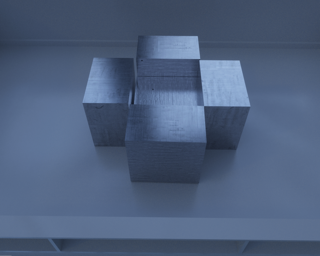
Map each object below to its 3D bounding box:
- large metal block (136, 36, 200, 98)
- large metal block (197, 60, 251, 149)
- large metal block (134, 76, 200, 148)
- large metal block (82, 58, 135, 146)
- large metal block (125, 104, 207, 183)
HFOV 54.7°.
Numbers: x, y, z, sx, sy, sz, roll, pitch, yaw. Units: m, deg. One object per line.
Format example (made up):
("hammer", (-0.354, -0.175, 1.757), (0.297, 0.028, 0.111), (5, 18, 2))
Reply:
("large metal block", (0.011, -0.081, 0.435), (0.080, 0.080, 0.050), (1, 50, 0))
("large metal block", (0.074, -0.029, 0.393), (0.050, 0.080, 0.080), (1, 50, 1))
("large metal block", (0.009, -0.022, 0.404), (0.080, 0.050, 0.080), (1, 50, 0))
("large metal block", (-0.059, -0.032, 0.395), (0.050, 0.080, 0.080), (1, 50, 1))
("large metal block", (0.006, 0.020, 0.351), (0.080, 0.080, 0.050), (1, 50, 1))
